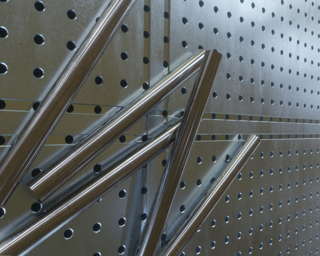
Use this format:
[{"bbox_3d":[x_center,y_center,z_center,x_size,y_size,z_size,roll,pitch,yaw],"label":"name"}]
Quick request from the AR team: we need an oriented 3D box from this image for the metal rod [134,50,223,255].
[{"bbox_3d":[0.023,0.041,0.402,0.025,0.025,0.299,24,84,-38],"label":"metal rod"}]

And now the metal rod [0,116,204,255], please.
[{"bbox_3d":[-0.047,0.051,0.371,0.302,0.025,0.025,-34,112,-35],"label":"metal rod"}]

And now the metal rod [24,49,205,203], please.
[{"bbox_3d":[-0.030,-0.021,0.385,0.302,0.025,0.025,-42,116,-32],"label":"metal rod"}]

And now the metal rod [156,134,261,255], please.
[{"bbox_3d":[0.076,0.111,0.475,0.301,0.025,0.025,-44,117,-31],"label":"metal rod"}]

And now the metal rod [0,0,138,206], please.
[{"bbox_3d":[-0.090,-0.060,0.334,0.025,0.025,0.300,41,65,-33],"label":"metal rod"}]
